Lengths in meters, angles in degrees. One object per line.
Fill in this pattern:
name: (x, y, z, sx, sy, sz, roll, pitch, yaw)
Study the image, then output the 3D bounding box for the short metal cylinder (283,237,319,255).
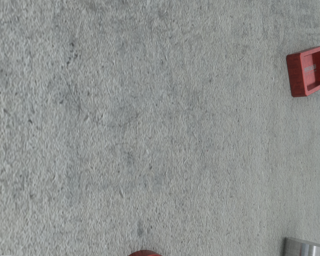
short metal cylinder: (0.288, 0.251, 0.611, 0.080, 0.080, 0.050, 20, 78, -38)

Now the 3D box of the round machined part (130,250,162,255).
round machined part: (-0.015, 0.207, 0.381, 0.099, 0.042, 0.097, 0, 90, -40)

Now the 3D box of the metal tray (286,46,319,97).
metal tray: (0.326, -0.125, 0.673, 0.131, 0.030, 0.089, -22, 104, -38)
